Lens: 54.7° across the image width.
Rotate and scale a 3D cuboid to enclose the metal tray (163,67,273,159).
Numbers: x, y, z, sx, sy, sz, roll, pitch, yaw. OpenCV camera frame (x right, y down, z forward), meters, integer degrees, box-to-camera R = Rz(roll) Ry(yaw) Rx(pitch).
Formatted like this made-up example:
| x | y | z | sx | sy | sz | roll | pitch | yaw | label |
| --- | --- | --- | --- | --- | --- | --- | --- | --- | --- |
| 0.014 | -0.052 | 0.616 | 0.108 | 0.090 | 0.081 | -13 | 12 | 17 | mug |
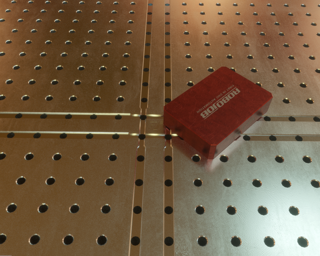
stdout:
| x | y | z | sx | sy | sz | roll | pitch | yaw | label |
| --- | --- | --- | --- | --- | --- | --- | --- | --- | --- |
| 0.080 | -0.027 | 0.428 | 0.131 | 0.030 | 0.090 | -36 | 59 | -27 | metal tray |
